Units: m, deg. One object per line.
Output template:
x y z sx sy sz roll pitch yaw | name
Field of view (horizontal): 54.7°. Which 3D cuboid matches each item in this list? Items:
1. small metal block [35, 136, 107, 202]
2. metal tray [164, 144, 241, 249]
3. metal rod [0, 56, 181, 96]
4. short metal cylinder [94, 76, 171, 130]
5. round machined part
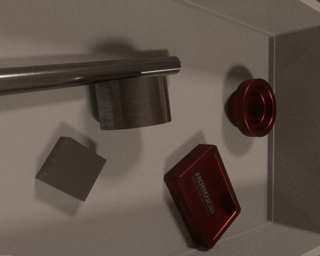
-0.093 0.043 0.330 0.050 0.025 0.050 40 66 -33 | small metal block
0.068 0.100 0.462 0.091 0.030 0.129 -38 113 -34 | metal tray
-0.093 -0.056 0.329 0.302 0.025 0.025 -15 100 -39 | metal rod
-0.030 -0.028 0.348 0.081 0.080 0.050 -12 98 -40 | short metal cylinder
0.154 -0.034 0.527 0.099 0.042 0.097 0 90 -40 | round machined part
